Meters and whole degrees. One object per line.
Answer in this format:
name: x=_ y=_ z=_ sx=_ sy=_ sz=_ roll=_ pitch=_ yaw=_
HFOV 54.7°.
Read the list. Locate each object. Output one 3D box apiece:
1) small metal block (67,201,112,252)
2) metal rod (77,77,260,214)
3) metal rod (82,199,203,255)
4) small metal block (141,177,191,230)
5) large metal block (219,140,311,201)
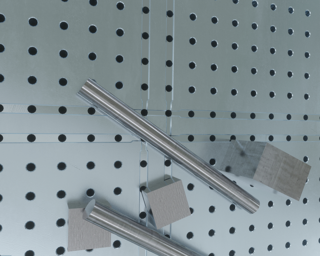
small metal block: x=-0.087 y=0.119 z=0.381 sx=0.050 sy=0.025 sz=0.050 roll=1 pitch=90 yaw=-20
metal rod: x=0.023 y=0.033 z=0.420 sx=0.301 sy=0.025 sz=0.025 roll=36 pitch=79 yaw=-17
metal rod: x=0.033 y=0.172 z=0.410 sx=0.301 sy=0.025 sz=0.025 roll=35 pitch=79 yaw=-22
small metal block: x=0.008 y=0.100 z=0.416 sx=0.050 sy=0.025 sz=0.050 roll=-18 pitch=96 yaw=-19
large metal block: x=0.145 y=0.057 z=0.437 sx=0.080 sy=0.080 sz=0.050 roll=26 pitch=82 yaw=-18
